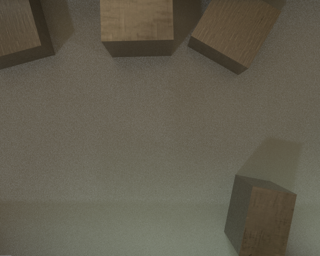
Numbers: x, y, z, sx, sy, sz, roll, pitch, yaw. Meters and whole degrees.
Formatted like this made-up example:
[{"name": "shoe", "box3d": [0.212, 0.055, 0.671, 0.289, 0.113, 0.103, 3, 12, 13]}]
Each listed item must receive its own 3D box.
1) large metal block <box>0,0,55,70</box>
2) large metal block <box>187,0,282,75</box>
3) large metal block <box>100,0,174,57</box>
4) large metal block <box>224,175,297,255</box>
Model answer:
[{"name": "large metal block", "box3d": [-0.192, -0.127, 0.397, 0.080, 0.050, 0.080, -15, 90, 0]}, {"name": "large metal block", "box3d": [0.092, -0.127, 0.399, 0.080, 0.050, 0.080, 30, 90, 0]}, {"name": "large metal block", "box3d": [-0.026, -0.122, 0.383, 0.081, 0.080, 0.050, -2, 90, 0]}, {"name": "large metal block", "box3d": [0.120, 0.108, 0.385, 0.050, 0.080, 0.080, 11, 90, 0]}]
